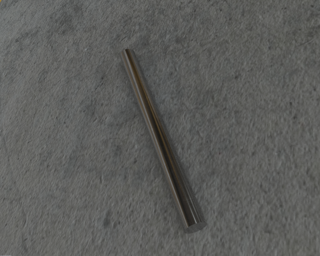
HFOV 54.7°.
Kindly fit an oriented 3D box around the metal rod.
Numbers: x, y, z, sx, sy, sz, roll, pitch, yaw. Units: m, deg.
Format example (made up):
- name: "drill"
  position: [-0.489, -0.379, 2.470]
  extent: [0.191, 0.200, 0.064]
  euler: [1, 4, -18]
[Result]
- name: "metal rod"
  position: [-0.008, -0.007, 0.410]
  extent: [0.025, 0.025, 0.299]
  euler: [-29, 52, 9]
